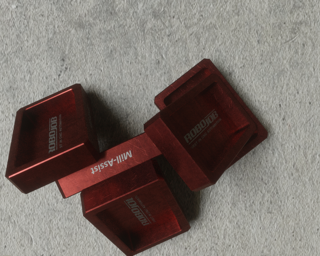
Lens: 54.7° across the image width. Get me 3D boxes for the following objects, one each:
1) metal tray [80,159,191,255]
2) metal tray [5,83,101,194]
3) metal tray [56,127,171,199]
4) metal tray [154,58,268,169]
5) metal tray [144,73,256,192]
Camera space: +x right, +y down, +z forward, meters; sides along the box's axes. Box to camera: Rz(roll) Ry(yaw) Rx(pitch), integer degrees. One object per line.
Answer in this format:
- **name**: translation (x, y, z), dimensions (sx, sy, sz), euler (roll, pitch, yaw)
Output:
- **metal tray**: translation (-0.023, 0.100, 0.367), dimensions (0.090, 0.030, 0.130), euler (-25, 135, 0)
- **metal tray**: translation (-0.124, 0.005, 0.362), dimensions (0.090, 0.130, 0.030), euler (-24, 129, -1)
- **metal tray**: translation (-0.052, 0.037, 0.378), dimensions (0.131, 0.090, 0.030), euler (-25, 90, 0)
- **metal tray**: translation (0.065, -0.014, 0.409), dimensions (0.090, 0.030, 0.130), euler (-38, 91, -1)
- **metal tray**: translation (0.052, -0.001, 0.356), dimensions (0.090, 0.030, 0.131), euler (52, 45, -1)
